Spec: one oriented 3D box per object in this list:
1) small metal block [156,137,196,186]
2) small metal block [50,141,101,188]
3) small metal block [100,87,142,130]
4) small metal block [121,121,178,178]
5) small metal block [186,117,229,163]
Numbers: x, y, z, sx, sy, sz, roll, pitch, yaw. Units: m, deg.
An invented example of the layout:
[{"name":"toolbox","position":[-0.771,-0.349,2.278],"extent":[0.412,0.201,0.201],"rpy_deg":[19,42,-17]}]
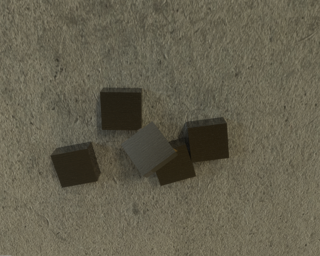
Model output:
[{"name":"small metal block","position":[0.018,0.046,0.427],"extent":[0.050,0.025,0.050],"rpy_deg":[-17,110,6]},{"name":"small metal block","position":[-0.115,0.050,0.427],"extent":[0.050,0.025,0.050],"rpy_deg":[-11,110,4]},{"name":"small metal block","position":[-0.049,-0.025,0.400],"extent":[0.050,0.025,0.050],"rpy_deg":[1,110,-1]},{"name":"small metal block","position":[-0.013,0.028,0.398],"extent":[0.050,0.025,0.050],"rpy_deg":[-37,72,0]},{"name":"small metal block","position":[0.064,0.016,0.416],"extent":[0.050,0.025,0.050],"rpy_deg":[-7,110,2]}]
